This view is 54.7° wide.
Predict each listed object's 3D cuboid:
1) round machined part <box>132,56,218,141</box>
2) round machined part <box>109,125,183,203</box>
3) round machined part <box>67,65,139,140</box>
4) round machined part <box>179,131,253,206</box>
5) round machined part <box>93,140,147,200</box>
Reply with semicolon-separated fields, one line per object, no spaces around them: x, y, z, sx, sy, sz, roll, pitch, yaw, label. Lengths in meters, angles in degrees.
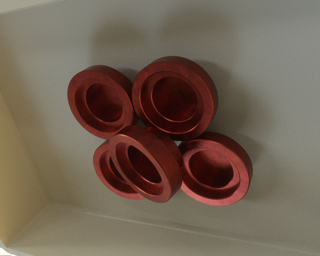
0.020;-0.037;0.361;0.098;0.042;0.097;13;124;20;round machined part
-0.012;0.037;0.368;0.098;0.042;0.097;30;141;28;round machined part
-0.068;-0.036;0.407;0.098;0.042;0.097;13;124;20;round machined part
0.066;0.046;0.388;0.098;0.042;0.097;13;124;20;round machined part
-0.044;0.053;0.450;0.098;0.042;0.097;13;124;20;round machined part
